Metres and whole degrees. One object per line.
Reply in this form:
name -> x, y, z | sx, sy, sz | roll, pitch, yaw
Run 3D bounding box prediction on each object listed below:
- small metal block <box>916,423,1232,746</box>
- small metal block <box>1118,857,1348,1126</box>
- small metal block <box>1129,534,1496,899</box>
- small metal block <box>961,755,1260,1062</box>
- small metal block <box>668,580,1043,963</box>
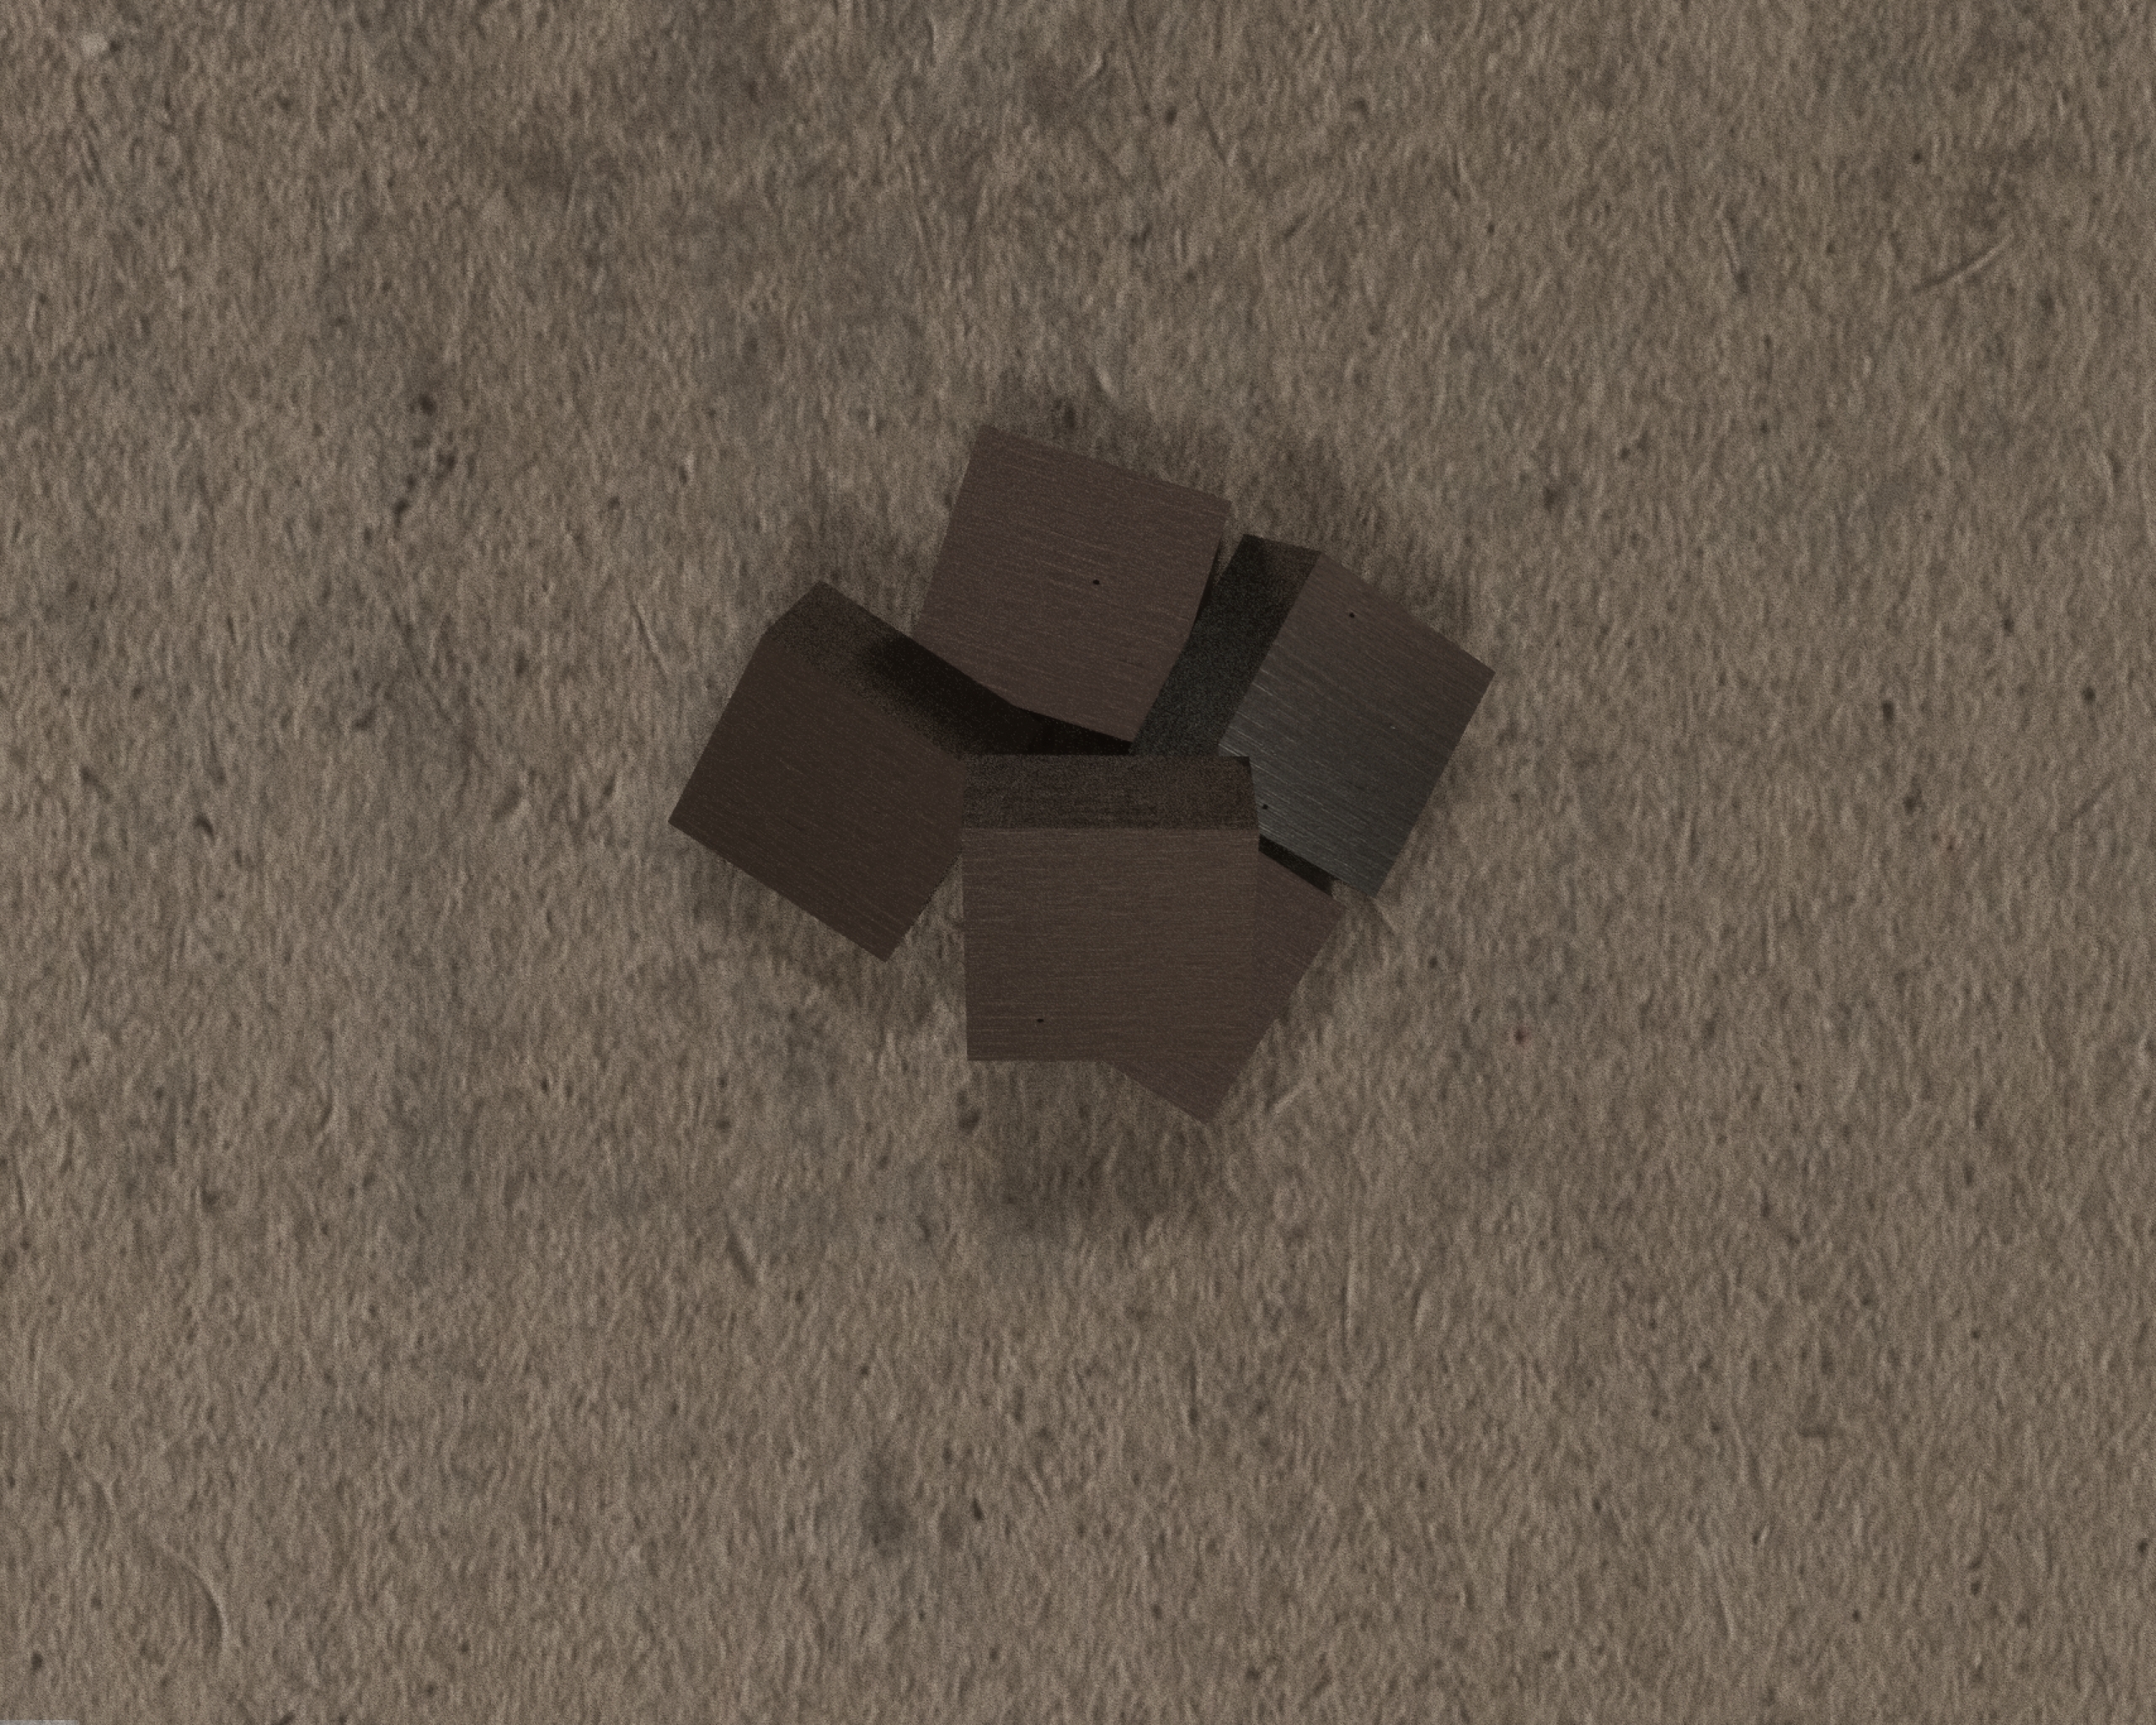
small metal block -> -0.002, -0.053, 0.411 | 0.050, 0.025, 0.050 | 17, 90, -1
small metal block -> 0.017, 0.016, 0.412 | 0.050, 0.025, 0.050 | 33, 90, -1
small metal block -> 0.045, -0.028, 0.401 | 0.050, 0.025, 0.050 | 28, 90, -34
small metal block -> 0.005, 0.008, 0.375 | 0.050, 0.025, 0.050 | 0, 123, -1
small metal block -> -0.043, -0.017, 0.399 | 0.050, 0.025, 0.050 | 33, 126, -2
